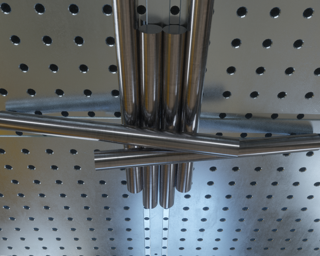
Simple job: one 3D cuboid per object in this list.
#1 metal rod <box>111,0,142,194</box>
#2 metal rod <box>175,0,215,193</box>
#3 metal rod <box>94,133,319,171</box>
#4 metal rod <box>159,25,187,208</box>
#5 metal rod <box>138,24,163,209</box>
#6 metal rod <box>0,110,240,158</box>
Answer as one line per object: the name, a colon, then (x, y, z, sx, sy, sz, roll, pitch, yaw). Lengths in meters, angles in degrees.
metal rod: (-0.037, -0.020, 0.393, 0.025, 0.025, 0.298, 1, 130, -1)
metal rod: (0.039, -0.021, 0.392, 0.025, 0.025, 0.298, 1, 130, -1)
metal rod: (0.068, 0.030, 0.411, 0.302, 0.025, 0.025, -4, 131, -8)
metal rod: (0.013, 0.010, 0.422, 0.025, 0.025, 0.298, 1, 130, -1)
metal rod: (-0.013, 0.011, 0.419, 0.025, 0.025, 0.298, 1, 130, -1)
metal rod: (-0.056, 0.007, 0.386, 0.301, 0.025, 0.025, 7, 131, 6)
